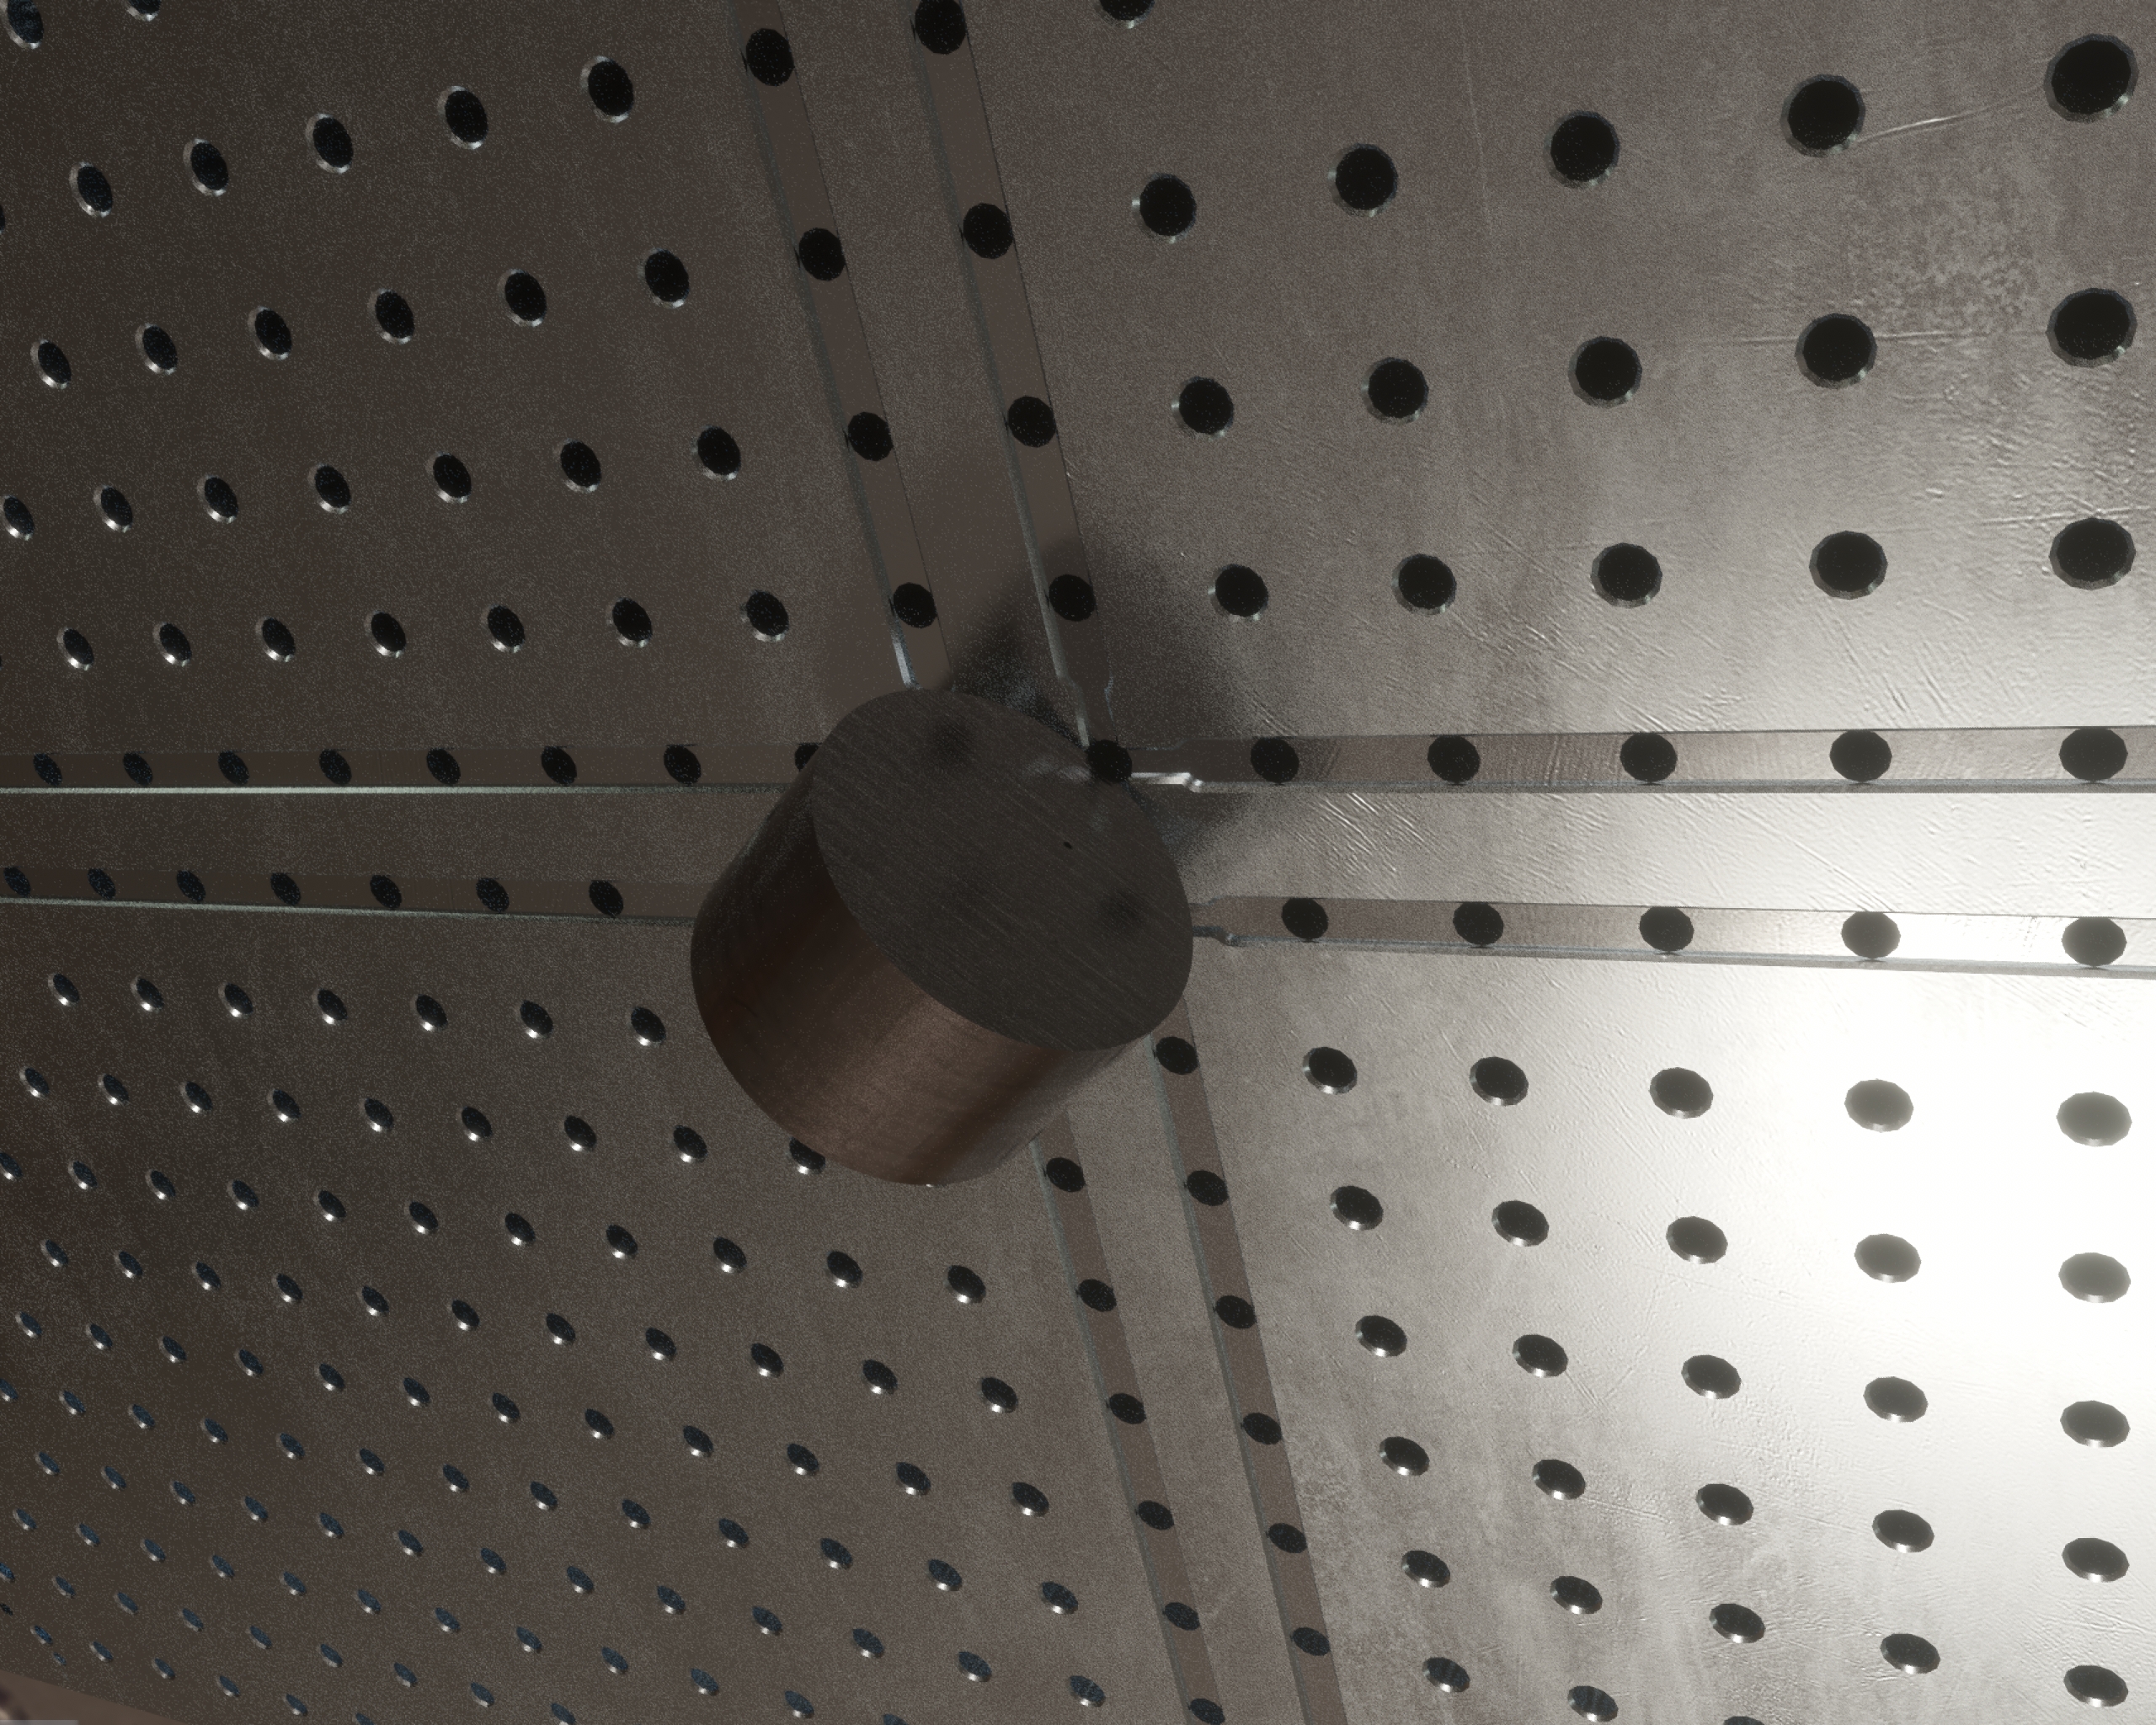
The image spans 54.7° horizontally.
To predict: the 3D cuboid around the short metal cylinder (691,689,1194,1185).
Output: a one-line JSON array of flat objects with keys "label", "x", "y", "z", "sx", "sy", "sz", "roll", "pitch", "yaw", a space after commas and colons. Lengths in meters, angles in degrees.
[{"label": "short metal cylinder", "x": -0.026, "y": 0.014, "z": 0.395, "sx": 0.080, "sy": 0.080, "sz": 0.050, "roll": 42, "pitch": 129, "yaw": -1}]
